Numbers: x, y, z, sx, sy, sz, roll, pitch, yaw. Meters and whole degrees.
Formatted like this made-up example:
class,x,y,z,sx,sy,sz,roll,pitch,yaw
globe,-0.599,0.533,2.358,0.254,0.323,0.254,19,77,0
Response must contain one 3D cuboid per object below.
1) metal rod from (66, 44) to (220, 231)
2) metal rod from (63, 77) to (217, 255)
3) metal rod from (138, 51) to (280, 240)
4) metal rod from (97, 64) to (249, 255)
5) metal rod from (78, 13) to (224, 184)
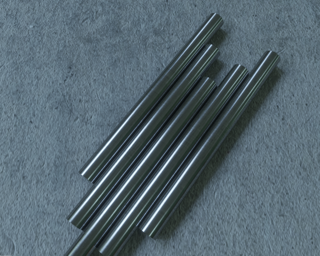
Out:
class,x,y,z,sx,sy,sz,roll,pitch,yaw
metal rod,-0.012,0.001,0.409,0.025,0.025,0.300,35,73,11
metal rod,-0.019,0.050,0.391,0.025,0.025,0.300,35,73,11
metal rod,0.073,0.011,0.406,0.025,0.025,0.300,35,73,11
metal rod,0.026,0.032,0.398,0.025,0.025,0.300,35,73,11
metal rod,-0.003,-0.051,0.428,0.025,0.025,0.300,35,73,11
